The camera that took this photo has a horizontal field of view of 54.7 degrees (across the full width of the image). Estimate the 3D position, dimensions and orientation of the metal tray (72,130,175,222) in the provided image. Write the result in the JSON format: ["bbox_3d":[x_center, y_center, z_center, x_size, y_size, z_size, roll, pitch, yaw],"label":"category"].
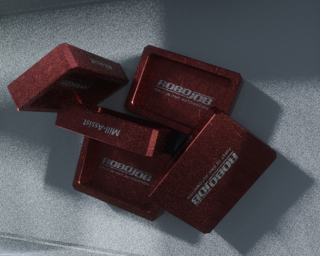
[{"bbox_3d":[-0.048,0.059,0.420,0.130,0.030,0.089,17,96,18],"label":"metal tray"}]

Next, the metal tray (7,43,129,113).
[{"bbox_3d":[-0.107,-0.055,0.388,0.090,0.130,0.030,-31,80,18],"label":"metal tray"}]

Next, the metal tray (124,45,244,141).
[{"bbox_3d":[0.029,-0.043,0.395,0.130,0.030,0.089,22,97,18],"label":"metal tray"}]

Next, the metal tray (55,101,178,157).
[{"bbox_3d":[-0.051,-0.001,0.390,0.130,0.090,0.030,17,96,19],"label":"metal tray"}]

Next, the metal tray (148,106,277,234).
[{"bbox_3d":[0.059,0.052,0.364,0.090,0.030,0.130,34,103,-13],"label":"metal tray"}]
